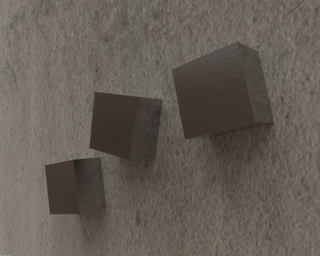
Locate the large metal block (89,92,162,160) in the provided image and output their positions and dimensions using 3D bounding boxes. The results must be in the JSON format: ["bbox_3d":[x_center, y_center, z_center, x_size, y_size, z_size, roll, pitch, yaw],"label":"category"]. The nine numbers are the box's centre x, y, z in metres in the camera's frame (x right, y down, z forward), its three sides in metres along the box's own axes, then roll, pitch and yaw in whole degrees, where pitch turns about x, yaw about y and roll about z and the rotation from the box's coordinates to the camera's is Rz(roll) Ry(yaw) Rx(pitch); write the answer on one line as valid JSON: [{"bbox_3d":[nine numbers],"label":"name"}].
[{"bbox_3d":[-0.048,-0.005,0.426,0.080,0.050,0.079,11,97,39],"label":"large metal block"}]

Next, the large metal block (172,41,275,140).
[{"bbox_3d":[0.066,-0.035,0.333,0.080,0.050,0.080,-16,80,38],"label":"large metal block"}]

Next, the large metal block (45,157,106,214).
[{"bbox_3d":[-0.137,0.093,0.499,0.080,0.050,0.080,-13,82,39],"label":"large metal block"}]
